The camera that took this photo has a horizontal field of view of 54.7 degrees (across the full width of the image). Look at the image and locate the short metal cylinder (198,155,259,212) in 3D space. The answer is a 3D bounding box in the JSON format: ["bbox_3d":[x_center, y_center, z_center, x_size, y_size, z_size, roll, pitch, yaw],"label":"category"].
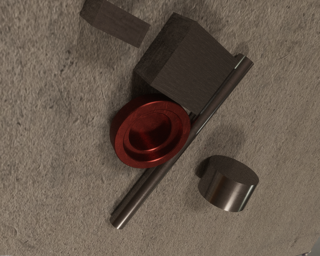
[{"bbox_3d":[0.106,0.085,0.484,0.081,0.080,0.050,7,115,-32],"label":"short metal cylinder"}]

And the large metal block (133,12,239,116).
[{"bbox_3d":[0.030,-0.073,0.363,0.080,0.050,0.080,29,102,-38],"label":"large metal block"}]

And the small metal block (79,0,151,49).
[{"bbox_3d":[-0.045,-0.106,0.302,0.050,0.050,0.025,18,109,-36],"label":"small metal block"}]

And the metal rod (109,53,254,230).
[{"bbox_3d":[0.026,0.024,0.437,0.025,0.025,0.299,31,101,-38],"label":"metal rod"}]

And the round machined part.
[{"bbox_3d":[-0.015,0.000,0.386,0.099,0.042,0.097,-14,128,-18],"label":"round machined part"}]
